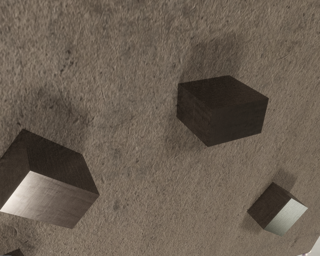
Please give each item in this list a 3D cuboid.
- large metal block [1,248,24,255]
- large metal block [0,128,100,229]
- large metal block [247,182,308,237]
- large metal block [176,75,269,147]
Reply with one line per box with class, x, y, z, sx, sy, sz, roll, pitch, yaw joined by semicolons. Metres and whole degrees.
large metal block;-0.208;0.215;0.392;0.081;0.080;0.050;-19;126;-18
large metal block;-0.123;0.055;0.339;0.080;0.080;0.050;32;100;-39
large metal block;0.238;0.166;0.627;0.080;0.050;0.080;30;101;-38
large metal block;0.077;-0.026;0.399;0.081;0.080;0.050;-13;124;-22
